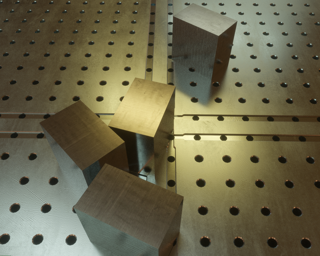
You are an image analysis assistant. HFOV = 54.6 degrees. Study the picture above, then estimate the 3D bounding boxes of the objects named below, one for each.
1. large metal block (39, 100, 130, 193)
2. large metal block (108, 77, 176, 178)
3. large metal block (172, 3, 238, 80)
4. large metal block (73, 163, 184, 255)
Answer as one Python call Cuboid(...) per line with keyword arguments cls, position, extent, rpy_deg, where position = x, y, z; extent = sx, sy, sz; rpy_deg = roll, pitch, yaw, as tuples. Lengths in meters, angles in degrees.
Cuboid(cls="large metal block", position=(-0.080, 0.030, 0.347), extent=(0.050, 0.080, 0.080), rpy_deg=(-35, 58, -26))
Cuboid(cls="large metal block", position=(-0.018, 0.000, 0.372), extent=(0.050, 0.080, 0.080), rpy_deg=(14, 51, 11))
Cuboid(cls="large metal block", position=(0.066, -0.136, 0.487), extent=(0.080, 0.080, 0.050), rpy_deg=(33, 57, 24))
Cuboid(cls="large metal block", position=(-0.026, 0.089, 0.297), extent=(0.080, 0.080, 0.050), rpy_deg=(20, 53, 16))
